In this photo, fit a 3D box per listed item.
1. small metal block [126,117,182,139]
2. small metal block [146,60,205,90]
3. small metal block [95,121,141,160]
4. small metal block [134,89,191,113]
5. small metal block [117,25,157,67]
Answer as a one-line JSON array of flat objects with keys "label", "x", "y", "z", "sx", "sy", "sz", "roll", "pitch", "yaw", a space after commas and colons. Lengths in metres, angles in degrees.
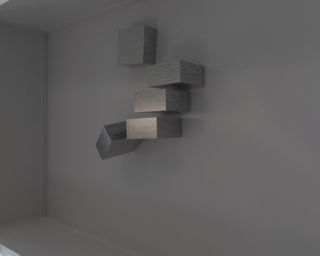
[{"label": "small metal block", "x": -0.007, "y": 0.001, "z": 0.396, "sx": 0.050, "sy": 0.050, "sz": 0.025, "roll": -2, "pitch": 88, "yaw": 39}, {"label": "small metal block", "x": 0.019, "y": -0.062, "z": 0.375, "sx": 0.050, "sy": 0.050, "sz": 0.025, "roll": -1, "pitch": 89, "yaw": 40}, {"label": "small metal block", "x": -0.056, "y": 0.016, "z": 0.428, "sx": 0.025, "sy": 0.050, "sz": 0.050, "roll": 61, "pitch": 144, "yaw": 22}, {"label": "small metal block", "x": 0.004, "y": -0.032, "z": 0.388, "sx": 0.050, "sy": 0.050, "sz": 0.025, "roll": -1, "pitch": 90, "yaw": 40}, {"label": "small metal block", "x": -0.033, "y": -0.113, "z": 0.434, "sx": 0.050, "sy": 0.025, "sz": 0.050, "roll": 5, "pitch": 93, "yaw": 40}]
